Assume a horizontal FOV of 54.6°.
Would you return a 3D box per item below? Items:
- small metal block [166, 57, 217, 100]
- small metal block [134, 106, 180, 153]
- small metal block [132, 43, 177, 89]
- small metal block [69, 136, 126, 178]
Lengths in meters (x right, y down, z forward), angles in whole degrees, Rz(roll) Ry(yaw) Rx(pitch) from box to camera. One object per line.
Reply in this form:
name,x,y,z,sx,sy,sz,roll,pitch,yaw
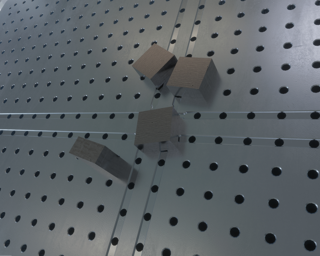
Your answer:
small metal block,0.044,-0.070,0.429,0.050,0.025,0.050,12,67,33
small metal block,-0.003,0.003,0.409,0.050,0.025,0.050,-8,58,24
small metal block,-0.006,-0.095,0.471,0.050,0.025,0.050,-46,51,-4
small metal block,-0.083,0.039,0.413,0.050,0.050,0.025,15,70,34
